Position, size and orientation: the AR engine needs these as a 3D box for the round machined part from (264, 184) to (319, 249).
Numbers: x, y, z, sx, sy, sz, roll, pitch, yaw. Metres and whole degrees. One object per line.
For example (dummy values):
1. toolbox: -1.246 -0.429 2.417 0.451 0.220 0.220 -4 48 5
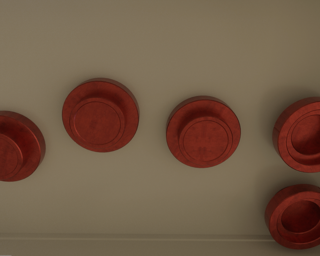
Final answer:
1. round machined part: 0.201 0.123 0.449 0.099 0.042 0.097 0 110 0

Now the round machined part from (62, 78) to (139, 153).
1. round machined part: -0.077 -0.012 0.397 0.099 0.042 0.097 0 110 0

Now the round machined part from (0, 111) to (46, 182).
1. round machined part: -0.209 0.030 0.411 0.099 0.042 0.097 0 110 0

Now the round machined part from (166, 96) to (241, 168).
1. round machined part: 0.057 0.010 0.406 0.099 0.042 0.097 0 110 0

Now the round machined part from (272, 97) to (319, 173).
1. round machined part: 0.196 0.006 0.406 0.099 0.042 0.097 0 110 0
